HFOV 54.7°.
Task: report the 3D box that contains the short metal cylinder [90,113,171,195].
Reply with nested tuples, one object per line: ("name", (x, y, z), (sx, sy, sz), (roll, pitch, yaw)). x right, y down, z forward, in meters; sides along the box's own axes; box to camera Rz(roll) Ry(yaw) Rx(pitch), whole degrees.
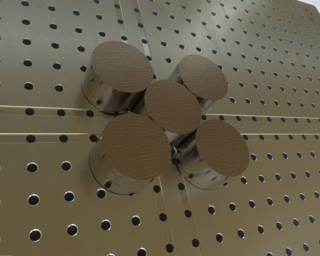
("short metal cylinder", (-0.034, 0.030, 0.355), (0.081, 0.050, 0.080), (14, 56, -21))

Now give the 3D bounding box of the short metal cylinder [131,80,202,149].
("short metal cylinder", (0.007, -0.016, 0.407), (0.081, 0.050, 0.080), (14, 56, -21))

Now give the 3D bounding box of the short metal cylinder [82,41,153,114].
("short metal cylinder", (-0.056, -0.065, 0.402), (0.081, 0.050, 0.080), (14, 56, -21))

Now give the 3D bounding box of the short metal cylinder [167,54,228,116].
("short metal cylinder", (0.052, -0.061, 0.456), (0.081, 0.050, 0.080), (14, 56, -21))

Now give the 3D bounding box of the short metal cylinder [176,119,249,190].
("short metal cylinder", (0.069, 0.035, 0.409), (0.081, 0.050, 0.080), (14, 56, -21))
